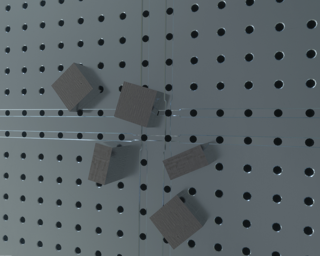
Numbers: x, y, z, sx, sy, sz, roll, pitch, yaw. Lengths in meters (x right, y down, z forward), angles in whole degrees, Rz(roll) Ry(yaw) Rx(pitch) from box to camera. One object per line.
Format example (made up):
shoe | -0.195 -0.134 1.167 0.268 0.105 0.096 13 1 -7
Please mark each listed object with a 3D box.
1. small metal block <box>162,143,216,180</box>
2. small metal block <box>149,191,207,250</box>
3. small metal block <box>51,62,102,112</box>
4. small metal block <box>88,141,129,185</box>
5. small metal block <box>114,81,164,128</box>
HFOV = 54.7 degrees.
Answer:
small metal block | 0.038 0.040 0.385 0.050 0.050 0.025 -25 82 18
small metal block | 0.024 0.119 0.404 0.050 0.025 0.050 -43 77 14
small metal block | -0.122 -0.059 0.454 0.050 0.025 0.050 -41 78 15
small metal block | -0.069 0.046 0.422 0.025 0.050 0.050 14 95 19
small metal block | -0.029 -0.032 0.422 0.050 0.025 0.050 19 96 18
